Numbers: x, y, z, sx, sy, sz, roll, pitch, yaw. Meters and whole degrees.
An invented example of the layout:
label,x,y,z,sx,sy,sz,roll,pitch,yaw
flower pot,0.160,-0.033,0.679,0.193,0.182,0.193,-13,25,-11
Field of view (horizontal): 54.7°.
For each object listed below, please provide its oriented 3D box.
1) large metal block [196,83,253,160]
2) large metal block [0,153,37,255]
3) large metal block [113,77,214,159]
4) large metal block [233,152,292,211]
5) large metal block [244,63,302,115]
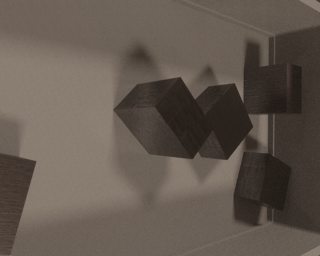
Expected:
label,x,y,z,sx,sy,sz,roll,pitch,yaw
large metal block,0.087,-0.010,0.466,0.080,0.050,0.080,-44,117,-31
large metal block,-0.161,0.057,0.256,0.080,0.050,0.080,20,78,-39
large metal block,0.004,-0.010,0.376,0.050,0.080,0.080,-52,121,-28
large metal block,0.183,0.094,0.547,0.080,0.050,0.080,28,73,-37
large metal block,0.194,-0.064,0.537,0.050,0.080,0.079,1,90,-40
